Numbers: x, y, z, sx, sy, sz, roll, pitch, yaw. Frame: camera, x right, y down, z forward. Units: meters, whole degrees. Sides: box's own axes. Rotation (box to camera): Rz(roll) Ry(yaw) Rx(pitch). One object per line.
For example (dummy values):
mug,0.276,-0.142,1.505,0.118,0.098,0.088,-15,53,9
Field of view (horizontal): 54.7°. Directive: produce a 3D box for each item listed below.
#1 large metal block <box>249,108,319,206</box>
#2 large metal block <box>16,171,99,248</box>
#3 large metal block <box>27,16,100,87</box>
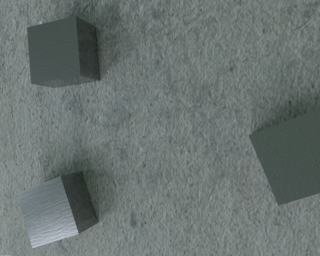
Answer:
large metal block,0.154,0.030,0.342,0.080,0.050,0.080,-23,83,18
large metal block,-0.147,0.116,0.446,0.080,0.050,0.080,-22,83,18
large metal block,-0.137,-0.105,0.442,0.080,0.050,0.080,-5,88,19
